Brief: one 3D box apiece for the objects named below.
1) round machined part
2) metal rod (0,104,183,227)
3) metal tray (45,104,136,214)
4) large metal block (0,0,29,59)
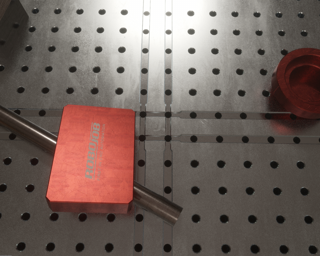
[{"bbox_3d":[0.202,-0.057,0.426,0.099,0.042,0.098,0,70,-1],"label":"round machined part"},{"bbox_3d":[-0.109,0.038,0.396,0.301,0.025,0.025,28,72,9],"label":"metal rod"},{"bbox_3d":[-0.077,0.033,0.371,0.091,0.030,0.130,4,54,-8],"label":"metal tray"},{"bbox_3d":[-0.255,-0.156,0.452,0.080,0.050,0.080,14,71,4],"label":"large metal block"}]
